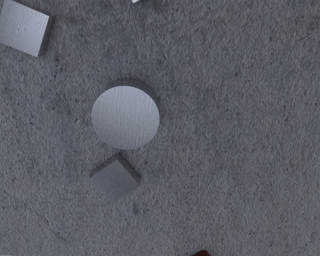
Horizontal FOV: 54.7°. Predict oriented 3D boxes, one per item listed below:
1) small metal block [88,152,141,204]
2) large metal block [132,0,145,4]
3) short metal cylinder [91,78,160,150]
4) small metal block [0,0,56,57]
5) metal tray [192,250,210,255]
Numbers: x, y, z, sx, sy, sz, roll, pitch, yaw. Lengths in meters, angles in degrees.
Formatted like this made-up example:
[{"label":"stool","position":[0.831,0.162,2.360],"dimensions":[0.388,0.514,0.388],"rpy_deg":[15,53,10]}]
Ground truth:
[{"label":"small metal block","position":[-0.062,0.070,0.435],"dimensions":[0.050,0.025,0.050],"rpy_deg":[-35,107,11]},{"label":"large metal block","position":[-0.008,-0.188,0.327],"dimensions":[0.080,0.050,0.080],"rpy_deg":[-24,109,8]},{"label":"short metal cylinder","position":[-0.041,-0.019,0.389],"dimensions":[0.081,0.050,0.079],"rpy_deg":[0,110,0]},{"label":"small metal block","position":[-0.158,-0.118,0.365],"dimensions":[0.050,0.025,0.050],"rpy_deg":[22,109,-8]},{"label":"metal tray","position":[0.074,0.271,0.508],"dimensions":[0.090,0.030,0.130],"rpy_deg":[-35,107,12]}]
